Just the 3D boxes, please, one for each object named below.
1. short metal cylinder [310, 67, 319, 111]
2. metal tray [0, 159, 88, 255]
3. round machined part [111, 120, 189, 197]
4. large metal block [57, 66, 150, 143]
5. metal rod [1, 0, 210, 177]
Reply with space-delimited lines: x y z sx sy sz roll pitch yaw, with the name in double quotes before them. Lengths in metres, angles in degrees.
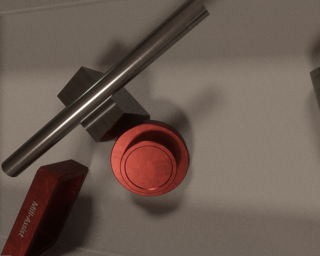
"short metal cylinder" 0.200 -0.043 0.311 0.080 0.080 0.050 -14 86 19
"metal tray" -0.152 0.111 0.421 0.030 0.090 0.129 25 94 9
"round machined part" -0.013 0.042 0.387 0.099 0.042 0.097 0 106 1
"large metal block" -0.070 -0.029 0.405 0.050 0.080 0.080 -46 76 14
"metal rod" -0.073 -0.036 0.349 0.300 0.025 0.025 -37 78 15
